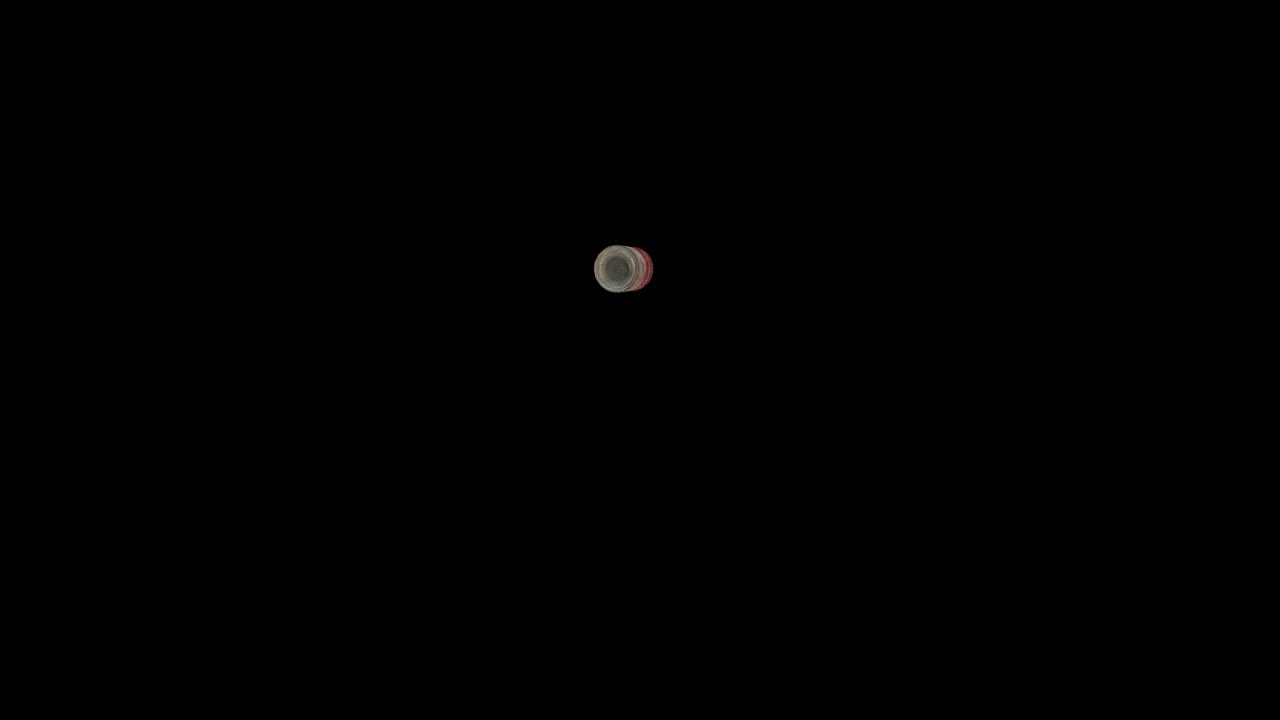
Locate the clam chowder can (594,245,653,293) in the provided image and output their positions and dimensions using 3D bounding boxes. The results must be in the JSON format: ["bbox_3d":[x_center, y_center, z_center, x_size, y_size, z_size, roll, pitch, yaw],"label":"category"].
[{"bbox_3d":[-0.023,-0.134,0.902,0.068,0.068,0.102,0,8,13],"label":"clam chowder can"}]
